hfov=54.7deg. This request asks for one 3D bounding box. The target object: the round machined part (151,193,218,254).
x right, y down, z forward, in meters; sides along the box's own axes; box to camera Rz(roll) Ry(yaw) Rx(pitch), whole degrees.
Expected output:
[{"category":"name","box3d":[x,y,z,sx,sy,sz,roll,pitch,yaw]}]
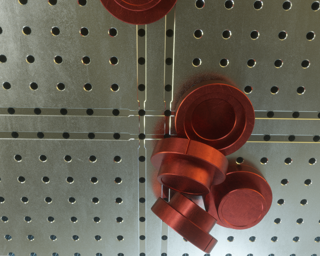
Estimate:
[{"category":"round machined part","box3d":[0.039,0.124,0.426,0.098,0.098,0.042,39,81,-14]}]

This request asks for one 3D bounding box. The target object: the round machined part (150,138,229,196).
[{"category":"round machined part","box3d":[0.034,0.054,0.396,0.098,0.042,0.098,14,153,8]}]

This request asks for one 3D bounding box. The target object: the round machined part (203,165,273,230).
[{"category":"round machined part","box3d":[0.113,0.106,0.445,0.099,0.042,0.097,0,110,-1]}]

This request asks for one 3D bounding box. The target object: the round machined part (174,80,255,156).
[{"category":"round machined part","box3d":[0.068,-0.014,0.400,0.099,0.042,0.097,0,110,-1]}]

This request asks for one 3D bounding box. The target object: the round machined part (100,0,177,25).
[{"category":"round machined part","box3d":[-0.024,-0.166,0.343,0.099,0.042,0.097,0,110,-1]}]
